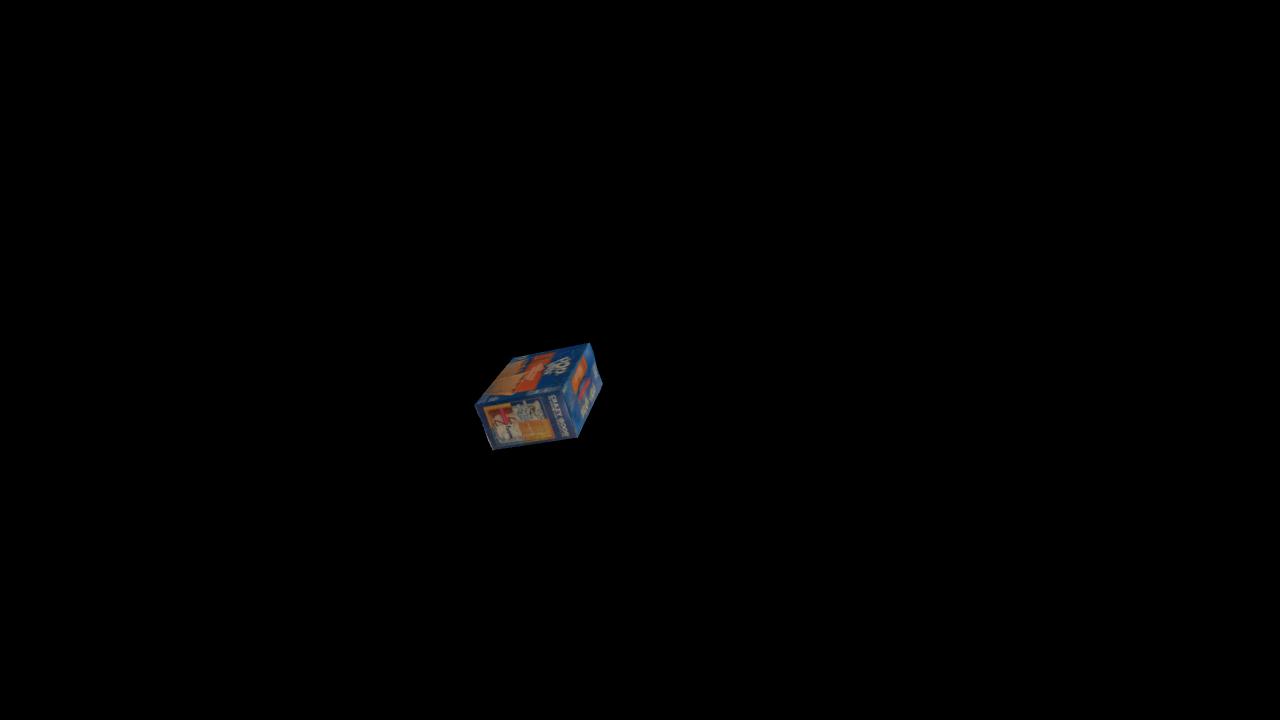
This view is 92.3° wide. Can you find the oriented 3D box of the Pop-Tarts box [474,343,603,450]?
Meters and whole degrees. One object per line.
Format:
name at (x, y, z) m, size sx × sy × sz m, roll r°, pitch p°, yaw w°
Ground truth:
Pop-Tarts box at (-0.150, 0.053, 0.953) m, size 0.141 × 0.083 × 0.167 m, roll -10°, pitch 24°, yaw 15°
